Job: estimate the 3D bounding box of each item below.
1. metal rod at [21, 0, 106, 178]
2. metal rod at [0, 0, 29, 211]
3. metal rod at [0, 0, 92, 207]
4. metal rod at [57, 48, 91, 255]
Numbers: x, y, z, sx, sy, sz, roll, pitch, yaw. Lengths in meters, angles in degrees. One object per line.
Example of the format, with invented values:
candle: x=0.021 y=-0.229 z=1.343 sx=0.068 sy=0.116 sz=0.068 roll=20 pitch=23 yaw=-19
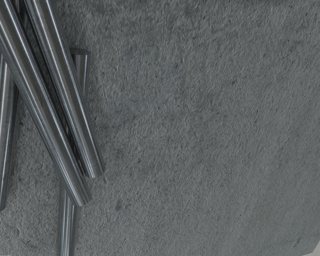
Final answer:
metal rod: x=-0.095 y=-0.072 z=0.276 sx=0.025 sy=0.025 sz=0.298 roll=-21 pitch=126 yaw=-16
metal rod: x=-0.148 y=-0.041 z=0.299 sx=0.025 sy=0.025 sz=0.298 roll=4 pitch=117 yaw=-30
metal rod: x=-0.116 y=-0.035 z=0.287 sx=0.025 sy=0.025 sz=0.298 roll=-22 pitch=127 yaw=-16
metal rod: x=-0.109 y=0.053 z=0.379 sx=0.025 sy=0.025 sz=0.298 roll=-3 pitch=120 yaw=-27
